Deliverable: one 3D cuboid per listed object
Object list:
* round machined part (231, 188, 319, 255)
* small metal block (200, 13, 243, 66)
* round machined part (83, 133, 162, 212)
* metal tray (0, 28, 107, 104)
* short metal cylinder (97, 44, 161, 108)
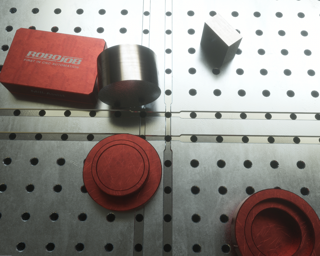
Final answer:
[{"bbox_3d":[0.131,0.122,0.360,0.099,0.042,0.098,0,70,-1],"label":"round machined part"},{"bbox_3d":[0.087,-0.126,0.446,0.025,0.050,0.050,-36,74,-12],"label":"small metal block"},{"bbox_3d":[-0.046,0.052,0.383,0.099,0.042,0.098,0,70,-1],"label":"round machined part"},{"bbox_3d":[-0.147,-0.089,0.440,0.131,0.030,0.090,9,70,2],"label":"metal tray"},{"bbox_3d":[-0.041,-0.066,0.406,0.081,0.080,0.050,-6,70,-2],"label":"short metal cylinder"}]
